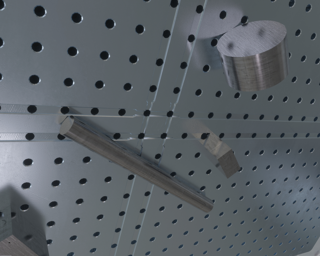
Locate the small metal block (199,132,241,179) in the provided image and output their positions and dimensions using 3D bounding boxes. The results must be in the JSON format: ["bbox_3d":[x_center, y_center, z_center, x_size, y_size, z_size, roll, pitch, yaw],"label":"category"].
[{"bbox_3d":[0.091,0.041,0.471,0.025,0.050,0.050,-36,129,-4],"label":"small metal block"}]

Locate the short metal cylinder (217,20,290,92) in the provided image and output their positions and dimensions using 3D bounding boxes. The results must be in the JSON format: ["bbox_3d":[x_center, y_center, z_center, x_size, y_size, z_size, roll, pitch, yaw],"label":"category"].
[{"bbox_3d":[0.116,-0.090,0.384,0.080,0.080,0.050,-32,129,-8],"label":"short metal cylinder"}]

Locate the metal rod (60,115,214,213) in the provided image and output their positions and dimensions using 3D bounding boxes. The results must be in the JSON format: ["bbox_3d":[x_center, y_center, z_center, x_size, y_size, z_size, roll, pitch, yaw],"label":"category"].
[{"bbox_3d":[-0.012,0.066,0.445,0.025,0.025,0.301,-49,129,6],"label":"metal rod"}]

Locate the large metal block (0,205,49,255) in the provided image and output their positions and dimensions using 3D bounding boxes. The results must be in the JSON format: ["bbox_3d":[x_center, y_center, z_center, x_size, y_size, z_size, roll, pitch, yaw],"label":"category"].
[{"bbox_3d":[-0.197,0.156,0.384,0.080,0.050,0.080,-31,129,-9],"label":"large metal block"}]
